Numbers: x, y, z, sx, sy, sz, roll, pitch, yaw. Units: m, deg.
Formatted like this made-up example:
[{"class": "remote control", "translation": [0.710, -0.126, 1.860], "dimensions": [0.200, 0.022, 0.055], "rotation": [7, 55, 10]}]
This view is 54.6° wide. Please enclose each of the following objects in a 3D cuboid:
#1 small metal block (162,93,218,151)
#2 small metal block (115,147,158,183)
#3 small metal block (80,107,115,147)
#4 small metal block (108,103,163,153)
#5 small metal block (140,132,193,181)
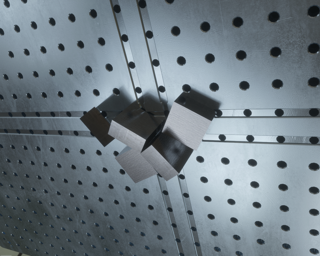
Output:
[{"class": "small metal block", "translation": [0.036, -0.007, 0.388], "dimensions": [0.050, 0.025, 0.050], "rotation": [29, 128, 10]}, {"class": "small metal block", "translation": [-0.030, 0.048, 0.458], "dimensions": [0.050, 0.025, 0.050], "rotation": [-30, 102, 38]}, {"class": "small metal block", "translation": [-0.084, -0.003, 0.436], "dimensions": [0.025, 0.050, 0.050], "rotation": [-40, 98, -5]}, {"class": "small metal block", "translation": [-0.032, -0.001, 0.412], "dimensions": [0.050, 0.050, 0.025], "rotation": [30, 128, 9]}, {"class": "small metal block", "translation": [0.010, 0.033, 0.411], "dimensions": [0.050, 0.050, 0.025], "rotation": [47, 129, -5]}]
